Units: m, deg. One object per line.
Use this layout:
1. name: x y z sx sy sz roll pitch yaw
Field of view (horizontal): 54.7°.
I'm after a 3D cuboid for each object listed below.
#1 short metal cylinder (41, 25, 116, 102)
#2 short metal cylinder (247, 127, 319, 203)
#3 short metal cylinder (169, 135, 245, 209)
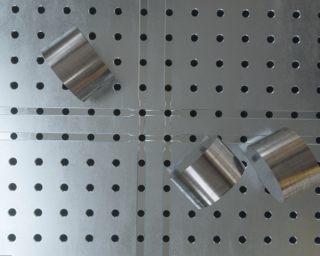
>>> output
1. short metal cylinder: -0.099 -0.079 0.385 0.050 0.080 0.080 -37 90 0
2. short metal cylinder: 0.153 0.046 0.388 0.050 0.080 0.080 -28 90 0
3. short metal cylinder: 0.058 0.054 0.387 0.080 0.080 0.050 -42 91 0
